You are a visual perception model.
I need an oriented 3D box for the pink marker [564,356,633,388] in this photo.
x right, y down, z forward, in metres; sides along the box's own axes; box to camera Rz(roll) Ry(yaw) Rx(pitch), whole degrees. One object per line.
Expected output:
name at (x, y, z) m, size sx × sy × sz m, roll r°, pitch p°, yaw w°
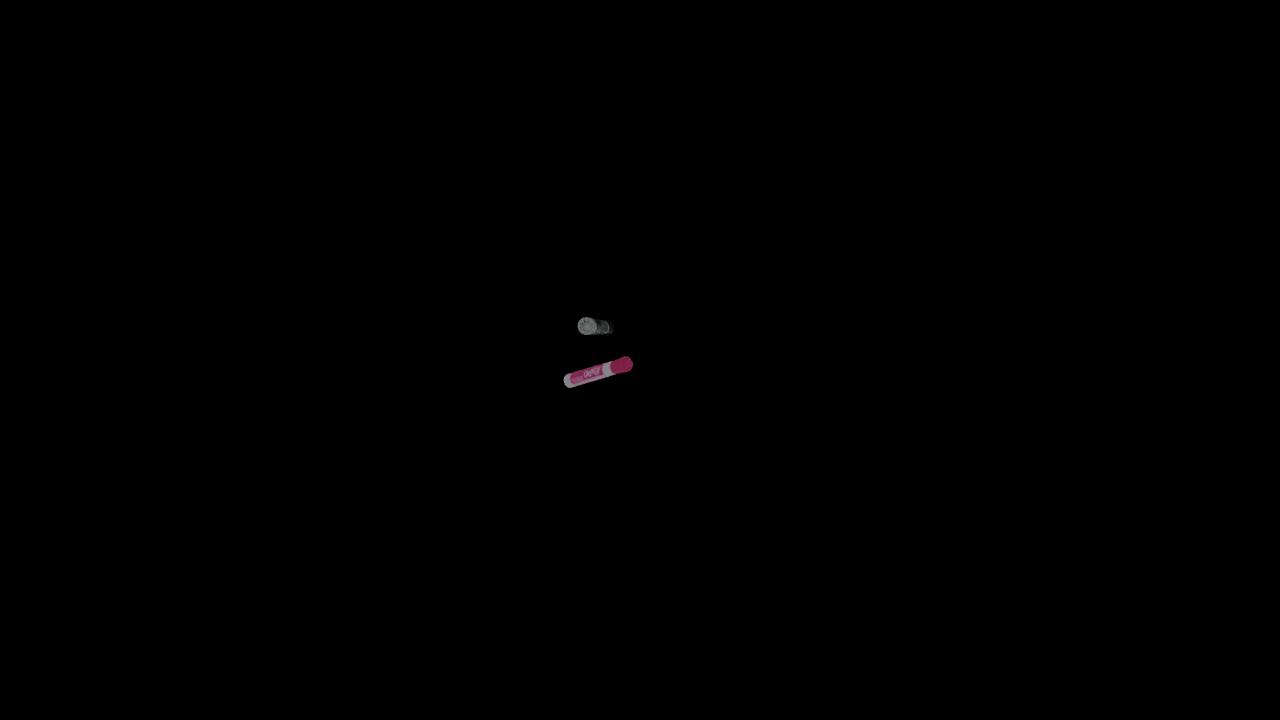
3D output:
pink marker at (-0.052, 0.016, 0.760) m, size 0.020 × 0.020 × 0.121 m, roll 0°, pitch -11°, yaw -44°

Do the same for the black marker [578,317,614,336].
black marker at (-0.049, -0.038, 0.708) m, size 0.020 × 0.020 × 0.121 m, roll 0°, pitch 2°, yaw 8°
